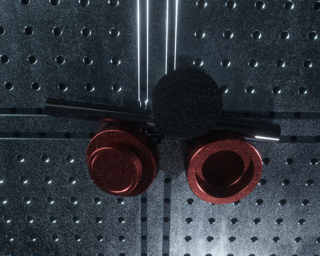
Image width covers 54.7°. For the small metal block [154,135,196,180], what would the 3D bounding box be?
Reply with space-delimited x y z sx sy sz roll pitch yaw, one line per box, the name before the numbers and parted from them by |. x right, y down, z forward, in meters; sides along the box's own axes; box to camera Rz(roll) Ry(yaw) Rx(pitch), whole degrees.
small metal block | 0.016 0.034 0.422 0.050 0.025 0.050 35 106 -12

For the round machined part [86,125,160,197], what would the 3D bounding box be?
round machined part | -0.053 0.048 0.404 0.098 0.042 0.097 6 112 16

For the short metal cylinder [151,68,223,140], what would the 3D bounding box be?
short metal cylinder | 0.029 -0.026 0.371 0.081 0.050 0.080 0 85 -4

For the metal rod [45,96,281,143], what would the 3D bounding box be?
metal rod | 0.006 -0.011 0.406 0.302 0.025 0.025 7 110 -3

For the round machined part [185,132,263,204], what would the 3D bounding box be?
round machined part | 0.083 0.050 0.417 0.099 0.042 0.097 -1 113 -3
